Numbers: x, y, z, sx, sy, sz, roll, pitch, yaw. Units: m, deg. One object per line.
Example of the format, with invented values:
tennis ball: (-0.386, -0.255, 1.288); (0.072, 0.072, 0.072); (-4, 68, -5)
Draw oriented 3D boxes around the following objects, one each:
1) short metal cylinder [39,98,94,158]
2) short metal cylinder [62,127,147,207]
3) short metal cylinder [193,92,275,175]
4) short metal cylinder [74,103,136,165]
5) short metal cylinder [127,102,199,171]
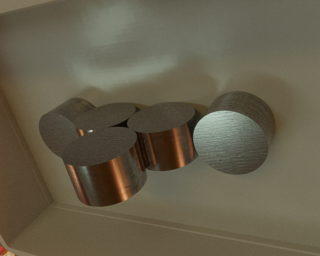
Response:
short metal cylinder: (-0.130, 0.002, 0.460); (0.080, 0.050, 0.079); (13, 124, 21)
short metal cylinder: (-0.059, 0.039, 0.338); (0.080, 0.080, 0.050); (2, 119, 27)
short metal cylinder: (0.084, 0.005, 0.349); (0.080, 0.050, 0.079); (13, 124, 21)
short metal cylinder: (-0.066, 0.006, 0.409); (0.080, 0.080, 0.050); (2, 119, 27)
short metal cylinder: (0.006, 0.008, 0.373); (0.080, 0.080, 0.050); (2, 119, 27)
